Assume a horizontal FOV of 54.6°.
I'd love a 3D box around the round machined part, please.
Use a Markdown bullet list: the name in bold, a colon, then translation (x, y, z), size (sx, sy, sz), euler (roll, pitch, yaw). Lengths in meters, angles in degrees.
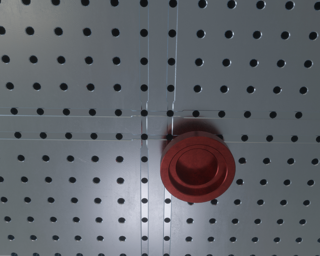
- **round machined part**: translation (0.049, 0.049, 0.423), size (0.099, 0.042, 0.097), euler (0, 110, 0)
